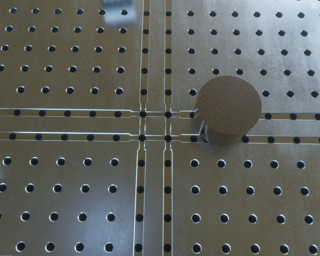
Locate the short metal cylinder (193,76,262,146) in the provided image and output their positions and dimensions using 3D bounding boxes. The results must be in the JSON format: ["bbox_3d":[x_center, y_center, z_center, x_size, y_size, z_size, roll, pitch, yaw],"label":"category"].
[{"bbox_3d":[0.086,-0.021,0.407,0.081,0.050,0.080,0,70,0],"label":"short metal cylinder"}]
